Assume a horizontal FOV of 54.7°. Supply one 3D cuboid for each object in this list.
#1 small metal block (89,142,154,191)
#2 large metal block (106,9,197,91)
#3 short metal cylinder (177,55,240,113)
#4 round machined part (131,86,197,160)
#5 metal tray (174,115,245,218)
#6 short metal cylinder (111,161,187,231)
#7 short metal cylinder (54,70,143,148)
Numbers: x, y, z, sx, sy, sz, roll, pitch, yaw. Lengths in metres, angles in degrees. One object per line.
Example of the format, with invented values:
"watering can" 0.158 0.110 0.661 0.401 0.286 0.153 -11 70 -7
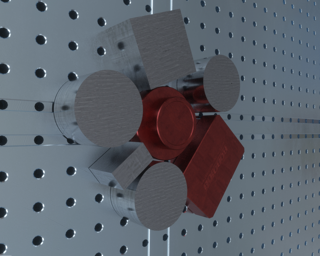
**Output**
"small metal block" -0.044 0.041 0.354 0.050 0.050 0.025 -45 117 -31
"large metal block" -0.009 -0.095 0.385 0.081 0.050 0.080 -27 107 -37
"short metal cylinder" 0.072 -0.062 0.452 0.081 0.050 0.080 0 90 -40
"round machined part" 0.009 -0.006 0.405 0.099 0.042 0.097 0 90 -40
"metal tray" 0.071 0.055 0.464 0.090 0.030 0.130 48 61 -29
"short metal cylinder" -0.013 0.079 0.381 0.081 0.050 0.080 0 90 -40
"short metal cylinder" -0.066 -0.020 0.336 0.081 0.050 0.080 0 90 -40
